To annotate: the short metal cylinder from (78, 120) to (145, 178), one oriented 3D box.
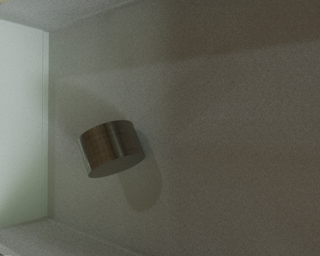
[{"bbox_3d":[-0.067,0.030,0.427,0.080,0.081,0.050,-35,69,35],"label":"short metal cylinder"}]
